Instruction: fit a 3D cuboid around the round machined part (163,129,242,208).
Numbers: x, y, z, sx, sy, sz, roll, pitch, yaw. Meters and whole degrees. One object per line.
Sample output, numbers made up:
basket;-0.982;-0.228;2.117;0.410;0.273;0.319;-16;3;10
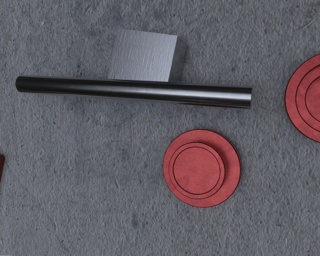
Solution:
round machined part;0.049;0.050;0.383;0.098;0.042;0.097;0;90;20

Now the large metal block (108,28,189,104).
large metal block;-0.016;-0.078;0.401;0.080;0.050;0.080;13;94;19

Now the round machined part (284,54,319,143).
round machined part;0.187;-0.031;0.334;0.098;0.042;0.097;0;90;20

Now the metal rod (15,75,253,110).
metal rod;-0.046;-0.046;0.371;0.301;0.025;0.025;6;92;19

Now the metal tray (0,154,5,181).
metal tray;-0.317;0.097;0.517;0.090;0.030;0.129;16;95;19
